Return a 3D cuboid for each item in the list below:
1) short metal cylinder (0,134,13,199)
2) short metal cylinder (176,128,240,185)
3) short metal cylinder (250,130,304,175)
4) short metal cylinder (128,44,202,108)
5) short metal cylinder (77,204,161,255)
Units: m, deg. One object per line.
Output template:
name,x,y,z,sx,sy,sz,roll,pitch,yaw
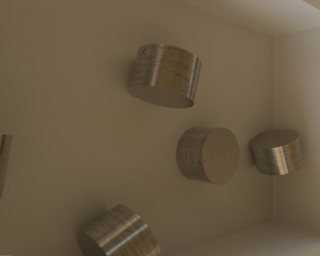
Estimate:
short metal cylinder,-0.161,0.025,0.236,0.081,0.080,0.050,12,83,-40
short metal cylinder,0.070,0.039,0.449,0.081,0.050,0.080,0,90,-40
short metal cylinder,0.204,0.041,0.542,0.081,0.080,0.050,-29,108,-36
short metal cylinder,0.006,-0.060,0.376,0.080,0.080,0.050,21,77,-38
short metal cylinder,-0.045,0.131,0.334,0.050,0.080,0.080,-30,109,-36
